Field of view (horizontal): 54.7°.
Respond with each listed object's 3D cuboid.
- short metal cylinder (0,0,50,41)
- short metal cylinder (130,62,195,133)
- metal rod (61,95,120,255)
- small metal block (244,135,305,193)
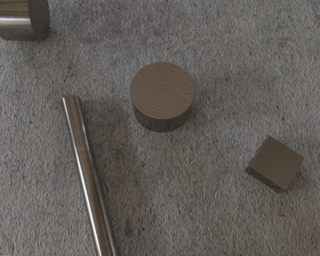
[{"bbox_3d":[-0.194,-0.164,0.437,0.050,0.080,0.080,0,70,0],"label":"short metal cylinder"},{"bbox_3d":[0.003,-0.040,0.409,0.081,0.050,0.080,0,70,0],"label":"short metal cylinder"},{"bbox_3d":[-0.076,0.096,0.372,0.025,0.025,0.299,-16,71,-6],"label":"metal rod"},{"bbox_3d":[0.145,0.046,0.393,0.050,0.025,0.050,35,73,11],"label":"small metal block"}]
